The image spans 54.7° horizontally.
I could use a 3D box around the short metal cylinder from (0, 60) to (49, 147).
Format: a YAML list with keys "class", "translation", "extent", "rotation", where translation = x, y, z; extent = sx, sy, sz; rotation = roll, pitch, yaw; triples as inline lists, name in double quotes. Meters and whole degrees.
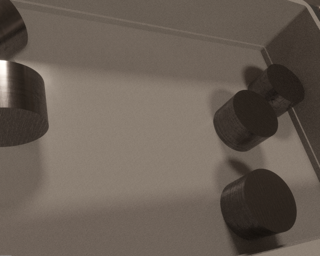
- class: "short metal cylinder"
  translation: [-0.153, -0.021, 0.301]
  extent: [0.081, 0.080, 0.050]
  rotation: [-1, 63, -29]

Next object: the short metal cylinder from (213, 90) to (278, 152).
- class: "short metal cylinder"
  translation: [0.129, -0.011, 0.468]
  extent: [0.081, 0.050, 0.080]
  rotation: [14, 56, -21]

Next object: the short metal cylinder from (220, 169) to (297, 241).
- class: "short metal cylinder"
  translation: [0.126, 0.099, 0.399]
  extent: [0.081, 0.050, 0.080]
  rotation: [14, 56, -21]

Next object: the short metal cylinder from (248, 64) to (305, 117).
- class: "short metal cylinder"
  translation: [0.202, -0.065, 0.541]
  extent: [0.081, 0.050, 0.080]
  rotation: [14, 56, -21]

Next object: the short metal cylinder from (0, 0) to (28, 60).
- class: "short metal cylinder"
  translation: [-0.193, -0.106, 0.332]
  extent: [0.080, 0.080, 0.050]
  rotation: [37, 51, -4]
